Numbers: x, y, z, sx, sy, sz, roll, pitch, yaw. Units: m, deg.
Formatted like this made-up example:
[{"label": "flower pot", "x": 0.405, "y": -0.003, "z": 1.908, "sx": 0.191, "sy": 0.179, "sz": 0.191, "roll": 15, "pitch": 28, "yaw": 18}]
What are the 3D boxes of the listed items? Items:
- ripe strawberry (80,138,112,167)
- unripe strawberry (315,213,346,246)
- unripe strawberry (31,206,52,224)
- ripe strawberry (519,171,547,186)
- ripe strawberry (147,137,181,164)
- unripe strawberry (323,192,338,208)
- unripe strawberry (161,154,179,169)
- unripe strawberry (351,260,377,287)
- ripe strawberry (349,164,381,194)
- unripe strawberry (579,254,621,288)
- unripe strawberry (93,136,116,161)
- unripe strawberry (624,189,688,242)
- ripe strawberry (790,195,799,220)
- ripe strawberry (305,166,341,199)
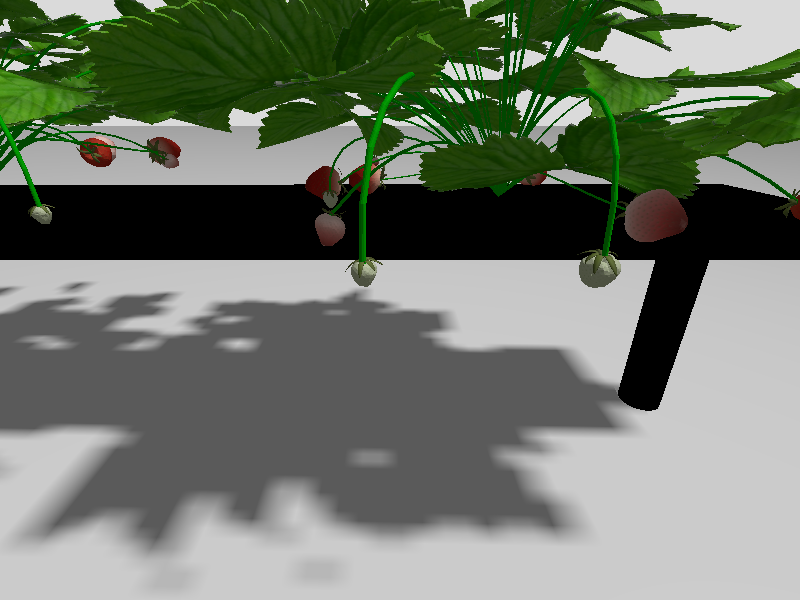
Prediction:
[{"label": "ripe strawberry", "x": -0.406, "y": -0.198, "z": 0.538, "sx": 0.035, "sy": 0.037, "sz": 0.037, "roll": -4, "pitch": 21, "yaw": -9}, {"label": "unripe strawberry", "x": -0.038, "y": -0.037, "z": 0.215, "sx": 0.017, "sy": 0.017, "sz": 0.015, "roll": 20, "pitch": 10, "yaw": 37}, {"label": "unripe strawberry", "x": -0.191, "y": -0.045, "z": 0.214, "sx": 0.010, "sy": 0.010, "sz": 0.009, "roll": 18, "pitch": 31, "yaw": 34}, {"label": "ripe strawberry", "x": 0.128, "y": -0.123, "z": 0.384, "sx": 0.029, "sy": 0.025, "sz": 0.029, "roll": 20, "pitch": 31, "yaw": 36}, {"label": "ripe strawberry", "x": -0.319, "y": -0.203, "z": 0.546, "sx": 0.039, "sy": 0.035, "sz": 0.036, "roll": 5, "pitch": 25, "yaw": 10}, {"label": "unripe strawberry", "x": -0.049, "y": -0.070, "z": 0.281, "sx": 0.010, "sy": 0.011, "sz": 0.011, "roll": -12, "pitch": 27, "yaw": -23}, {"label": "unripe strawberry", "x": -0.288, "y": -0.174, "z": 0.504, "sx": 0.020, "sy": 0.018, "sz": 0.018, "roll": 10, "pitch": 1, "yaw": 21}, {"label": "unripe strawberry", "x": -0.013, "y": -0.009, "z": 0.142, "sx": 0.009, "sy": 0.010, "sz": 0.010, "roll": 11, "pitch": 27, "yaw": 22}, {"label": "ripe strawberry", "x": -0.030, "y": -0.105, "z": 0.346, "sx": 0.028, "sy": 0.024, "sz": 0.028, "roll": 1, "pitch": 25, "yaw": 4}, {"label": "unripe strawberry", "x": 0.075, "y": -0.011, "z": 0.151, "sx": 0.014, "sy": 0.013, "sz": 0.013, "roll": 1, "pitch": 25, "yaw": 2}, {"label": "unripe strawberry", "x": -0.444, "y": -0.226, "z": 0.599, "sx": 0.034, "sy": 0.036, "sz": 0.037, "roll": -7, "pitch": 25, "yaw": -14}, {"label": "unripe strawberry", "x": 0.139, "y": -0.044, "z": 0.216, "sx": 0.027, "sy": 0.029, "sz": 0.030, "roll": -10, "pitch": 27, "yaw": -20}, {"label": "ripe strawberry", "x": 0.261, "y": -0.058, "z": 0.249, "sx": 0.026, "sy": 0.022, "sz": 0.026, "roll": 18, "pitch": 30, "yaw": 24}, {"label": "ripe strawberry", "x": -0.062, "y": -0.094, "z": 0.324, "sx": 0.029, "sy": 0.028, "sz": 0.026, "roll": -4, "pitch": 25, "yaw": -5}]
